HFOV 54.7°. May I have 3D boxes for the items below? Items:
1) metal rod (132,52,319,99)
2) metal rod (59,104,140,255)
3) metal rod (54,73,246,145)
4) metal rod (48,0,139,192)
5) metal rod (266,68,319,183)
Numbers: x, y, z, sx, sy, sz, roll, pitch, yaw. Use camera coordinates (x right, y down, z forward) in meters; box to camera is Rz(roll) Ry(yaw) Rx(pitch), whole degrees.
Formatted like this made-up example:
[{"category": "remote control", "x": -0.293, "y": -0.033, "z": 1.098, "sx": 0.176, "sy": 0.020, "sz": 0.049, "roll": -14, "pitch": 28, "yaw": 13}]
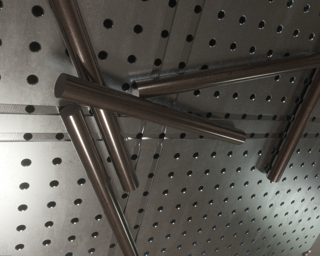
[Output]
[{"category": "metal rod", "x": 0.107, "y": -0.075, "z": 0.425, "sx": 0.303, "sy": 0.025, "sz": 0.025, "roll": -13, "pitch": 124, "yaw": -22}, {"category": "metal rod", "x": -0.073, "y": 0.098, "z": 0.432, "sx": 0.025, "sy": 0.025, "sz": 0.298, "roll": -24, "pitch": 127, "yaw": -14}, {"category": "metal rod", "x": 0.016, "y": -0.013, "z": 0.393, "sx": 0.302, "sy": 0.025, "sz": 0.025, "roll": 14, "pitch": 111, "yaw": -41}, {"category": "metal rod", "x": -0.070, "y": -0.035, "z": 0.351, "sx": 0.025, "sy": 0.025, "sz": 0.298, "roll": -24, "pitch": 128, "yaw": -14}, {"category": "metal rod", "x": 0.250, "y": -0.034, "z": 0.529, "sx": 0.025, "sy": 0.025, "sz": 0.298, "roll": 0, "pitch": 118, "yaw": -29}]
